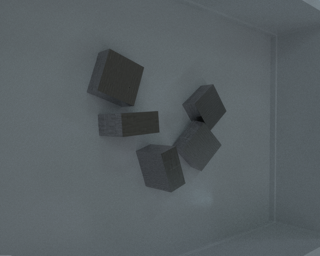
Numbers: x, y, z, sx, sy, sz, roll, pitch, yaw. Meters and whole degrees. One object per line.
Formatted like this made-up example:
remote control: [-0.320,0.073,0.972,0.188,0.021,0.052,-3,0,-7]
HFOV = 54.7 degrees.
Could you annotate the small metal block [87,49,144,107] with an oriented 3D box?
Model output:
small metal block: [-0.051,-0.057,0.363,0.050,0.025,0.050,22,76,-38]

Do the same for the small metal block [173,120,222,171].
small metal block: [0.054,0.025,0.445,0.050,0.025,0.050,-50,120,-15]

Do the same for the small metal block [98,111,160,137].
small metal block: [-0.037,-0.005,0.359,0.050,0.050,0.025,-6,94,-40]

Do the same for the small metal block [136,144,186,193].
small metal block: [0.000,0.049,0.391,0.025,0.050,0.050,-24,106,-37]

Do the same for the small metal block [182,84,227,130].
small metal block: [0.067,-0.030,0.463,0.050,0.025,0.050,-46,118,-31]
